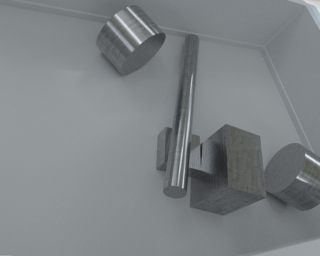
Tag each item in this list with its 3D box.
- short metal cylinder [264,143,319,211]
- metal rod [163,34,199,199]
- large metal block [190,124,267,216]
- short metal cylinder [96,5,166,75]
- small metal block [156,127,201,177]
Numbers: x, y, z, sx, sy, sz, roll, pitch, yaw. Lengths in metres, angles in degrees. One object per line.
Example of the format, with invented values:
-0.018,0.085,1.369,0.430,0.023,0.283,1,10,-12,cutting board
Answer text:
0.192,0.068,0.435,0.050,0.080,0.080,32,51,-8,short metal cylinder
0.035,-0.041,0.427,0.025,0.025,0.300,24,46,-14,metal rod
0.080,0.054,0.383,0.050,0.080,0.080,19,55,-18,large metal block
-0.039,-0.118,0.423,0.050,0.080,0.081,49,51,5,short metal cylinder
0.024,0.031,0.401,0.050,0.025,0.050,16,55,-20,small metal block
